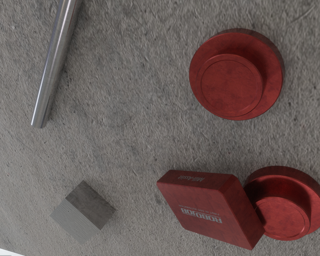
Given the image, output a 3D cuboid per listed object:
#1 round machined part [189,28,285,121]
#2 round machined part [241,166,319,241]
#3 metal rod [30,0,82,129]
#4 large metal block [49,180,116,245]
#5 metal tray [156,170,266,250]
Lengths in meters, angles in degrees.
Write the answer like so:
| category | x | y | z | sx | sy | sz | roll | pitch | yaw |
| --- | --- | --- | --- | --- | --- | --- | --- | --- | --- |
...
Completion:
| category | x | y | z | sx | sy | sz | roll | pitch | yaw |
| --- | --- | --- | --- | --- | --- | --- | --- | --- | --- |
| round machined part | 0.076 | -0.050 | 0.325 | 0.098 | 0.042 | 0.097 | 13 | 124 | 21 |
| round machined part | 0.147 | 0.098 | 0.379 | 0.098 | 0.042 | 0.097 | 13 | 124 | 21 |
| metal rod | -0.135 | -0.106 | 0.412 | 0.025 | 0.025 | 0.298 | 36 | 129 | 4 |
| large metal block | -0.140 | 0.153 | 0.559 | 0.080 | 0.050 | 0.080 | 43 | 129 | -2 |
| metal tray | 0.060 | 0.101 | 0.405 | 0.130 | 0.030 | 0.090 | -7 | 118 | 55 |
